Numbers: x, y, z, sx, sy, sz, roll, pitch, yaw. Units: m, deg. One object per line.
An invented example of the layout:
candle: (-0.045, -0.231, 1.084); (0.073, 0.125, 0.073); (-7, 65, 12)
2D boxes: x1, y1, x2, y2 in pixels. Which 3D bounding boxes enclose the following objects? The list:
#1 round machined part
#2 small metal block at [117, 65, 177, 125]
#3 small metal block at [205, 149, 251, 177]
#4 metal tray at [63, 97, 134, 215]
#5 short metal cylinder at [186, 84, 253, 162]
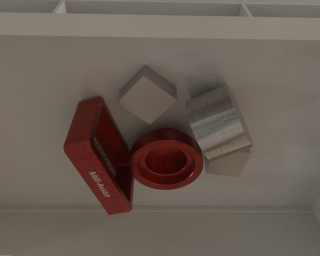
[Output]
round machined part: (0.008, 0.038, 0.427); (0.099, 0.042, 0.097); (-1, 130, 0)
small metal block: (-0.015, -0.039, 0.373); (0.050, 0.025, 0.050); (34, 123, -24)
small metal block: (0.095, 0.042, 0.444); (0.050, 0.025, 0.050); (8, 129, -6)
metal tray: (-0.069, 0.037, 0.395); (0.030, 0.090, 0.129); (-13, 129, 11)
short metal cylinder: (0.071, -0.006, 0.367); (0.050, 0.080, 0.080); (-23, 127, 18)
